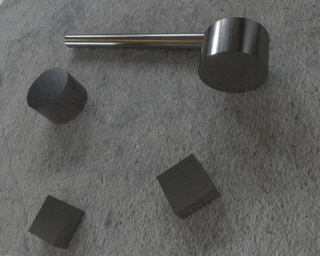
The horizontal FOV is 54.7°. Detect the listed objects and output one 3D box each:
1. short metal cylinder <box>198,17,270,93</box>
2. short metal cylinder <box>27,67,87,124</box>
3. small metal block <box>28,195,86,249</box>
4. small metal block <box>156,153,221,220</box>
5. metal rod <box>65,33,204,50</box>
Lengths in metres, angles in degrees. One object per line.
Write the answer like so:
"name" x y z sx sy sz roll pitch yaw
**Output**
"short metal cylinder" 0.089 -0.085 0.374 0.080 0.080 0.050 -2 61 27
"short metal cylinder" -0.168 -0.053 0.508 0.080 0.050 0.080 -13 56 21
"small metal block" -0.133 0.121 0.400 0.050 0.025 0.050 12 68 33
"small metal block" 0.031 0.065 0.347 0.050 0.025 0.050 -34 51 5
"metal rod" -0.049 -0.145 0.518 0.300 0.025 0.025 10 67 32
